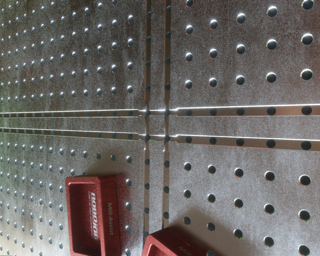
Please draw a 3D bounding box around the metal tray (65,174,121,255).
[{"bbox_3d":[-0.108,0.141,0.492,0.090,0.030,0.129,-8,85,39],"label":"metal tray"}]

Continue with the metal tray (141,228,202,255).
[{"bbox_3d":[0.029,0.198,0.380,0.130,0.030,0.089,25,106,36],"label":"metal tray"}]
